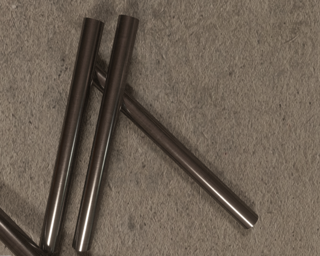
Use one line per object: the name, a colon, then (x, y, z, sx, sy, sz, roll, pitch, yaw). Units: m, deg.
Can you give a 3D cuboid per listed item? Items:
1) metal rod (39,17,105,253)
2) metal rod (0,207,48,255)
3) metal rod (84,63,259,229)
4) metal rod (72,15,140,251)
metal rod: (-0.114, 0.014, 0.392, 0.025, 0.025, 0.298, 13, 96, -1)
metal rod: (-0.207, 0.117, 0.392, 0.300, 0.025, 0.025, 42, 90, 5)
metal rod: (0.013, 0.022, 0.410, 0.300, 0.025, 0.025, 43, 90, -1)
metal rod: (-0.070, 0.012, 0.390, 0.025, 0.025, 0.298, 13, 97, -1)
